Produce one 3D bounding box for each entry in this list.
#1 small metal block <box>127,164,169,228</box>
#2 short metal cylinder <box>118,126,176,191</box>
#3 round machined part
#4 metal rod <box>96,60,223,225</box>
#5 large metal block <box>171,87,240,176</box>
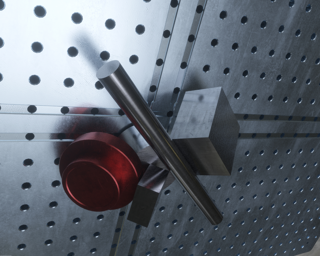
[{"bbox_3d":[-0.013,0.078,0.364,0.025,0.050,0.050,20,114,7],"label":"small metal block"},{"bbox_3d":[-0.018,0.041,0.406,0.081,0.050,0.079,-14,124,-21],"label":"short metal cylinder"},{"bbox_3d":[-0.072,0.057,0.358,0.098,0.042,0.097,6,117,12],"label":"round machined part"},{"bbox_3d":[0.018,0.041,0.377,0.025,0.025,0.300,-37,129,-3],"label":"metal rod"},{"bbox_3d":[0.062,0.006,0.400,0.080,0.050,0.080,55,43,-39],"label":"large metal block"}]
